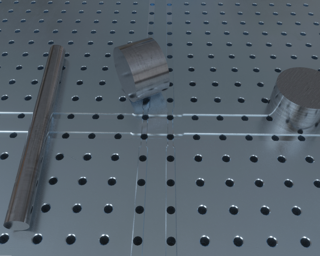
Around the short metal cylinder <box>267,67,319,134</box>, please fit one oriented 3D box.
[{"bbox_3d":[0.194,-0.038,0.424,0.080,0.050,0.080,0,50,0],"label":"short metal cylinder"}]

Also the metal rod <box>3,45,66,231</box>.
[{"bbox_3d":[-0.159,-0.013,0.417,0.025,0.025,0.300,-3,50,-3],"label":"metal rod"}]

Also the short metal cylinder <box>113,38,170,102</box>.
[{"bbox_3d":[-0.027,-0.083,0.441,0.050,0.080,0.080,-22,54,-17],"label":"short metal cylinder"}]
